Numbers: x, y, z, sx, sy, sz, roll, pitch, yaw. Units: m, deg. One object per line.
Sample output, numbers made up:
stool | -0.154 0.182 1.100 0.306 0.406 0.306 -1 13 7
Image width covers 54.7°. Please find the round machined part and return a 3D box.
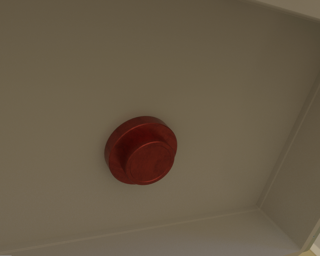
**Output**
round machined part | -0.020 0.037 0.411 0.099 0.042 0.097 -14 125 -21
